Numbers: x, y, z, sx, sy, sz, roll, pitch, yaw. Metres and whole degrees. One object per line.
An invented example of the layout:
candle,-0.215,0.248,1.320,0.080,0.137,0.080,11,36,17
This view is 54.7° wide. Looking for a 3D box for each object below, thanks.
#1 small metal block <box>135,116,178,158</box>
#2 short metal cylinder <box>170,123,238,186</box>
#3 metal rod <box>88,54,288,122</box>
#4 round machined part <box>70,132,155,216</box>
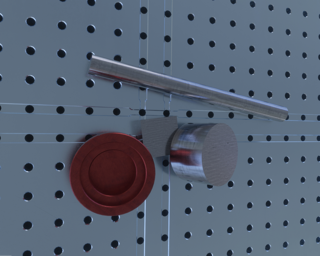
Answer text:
small metal block,-0.003,0.012,0.413,0.050,0.025,0.050,-8,93,-20
short metal cylinder,0.059,0.033,0.407,0.081,0.050,0.079,-2,93,-45
metal rod,0.053,-0.050,0.433,0.302,0.025,0.025,12,86,-20
round machined part,-0.058,0.053,0.378,0.099,0.042,0.097,-1,92,-13
